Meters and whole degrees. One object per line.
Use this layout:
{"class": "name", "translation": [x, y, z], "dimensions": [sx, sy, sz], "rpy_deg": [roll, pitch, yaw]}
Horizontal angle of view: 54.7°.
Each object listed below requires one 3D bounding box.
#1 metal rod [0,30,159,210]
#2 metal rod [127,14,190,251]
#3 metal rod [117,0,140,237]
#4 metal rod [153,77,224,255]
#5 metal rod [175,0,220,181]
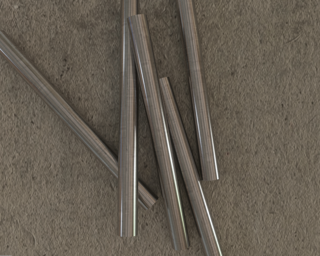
{"class": "metal rod", "translation": [-0.113, -0.010, 0.408], "dimensions": [0.025, 0.025, 0.300], "rpy_deg": [-43, 90, 0]}
{"class": "metal rod", "translation": [0.000, 0.010, 0.395], "dimensions": [0.025, 0.025, 0.298], "rpy_deg": [-11, 96, 0]}
{"class": "metal rod", "translation": [-0.039, -0.019, 0.393], "dimensions": [0.025, 0.025, 0.298], "rpy_deg": [0, 84, 0]}
{"class": "metal rod", "translation": [0.044, 0.079, 0.410], "dimensions": [0.025, 0.025, 0.298], "rpy_deg": [-17, 90, 0]}
{"class": "metal rod", "translation": [0.046, -0.080, 0.410], "dimensions": [0.025, 0.025, 0.298], "rpy_deg": [-8, 90, 0]}
